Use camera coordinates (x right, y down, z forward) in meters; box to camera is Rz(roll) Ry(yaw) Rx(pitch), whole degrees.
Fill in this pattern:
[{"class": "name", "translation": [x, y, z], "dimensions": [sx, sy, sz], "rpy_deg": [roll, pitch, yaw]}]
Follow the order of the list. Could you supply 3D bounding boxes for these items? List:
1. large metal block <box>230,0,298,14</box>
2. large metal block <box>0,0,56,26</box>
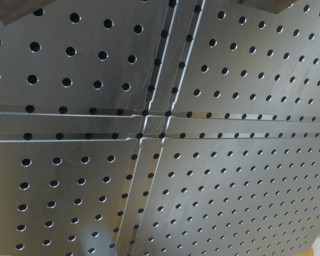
[{"class": "large metal block", "translation": [0.109, -0.177, 0.327], "dimensions": [0.050, 0.080, 0.080], "rpy_deg": [-35, 129, -6]}, {"class": "large metal block", "translation": [-0.101, -0.129, 0.241], "dimensions": [0.080, 0.080, 0.050], "rpy_deg": [-31, 129, -8]}]
